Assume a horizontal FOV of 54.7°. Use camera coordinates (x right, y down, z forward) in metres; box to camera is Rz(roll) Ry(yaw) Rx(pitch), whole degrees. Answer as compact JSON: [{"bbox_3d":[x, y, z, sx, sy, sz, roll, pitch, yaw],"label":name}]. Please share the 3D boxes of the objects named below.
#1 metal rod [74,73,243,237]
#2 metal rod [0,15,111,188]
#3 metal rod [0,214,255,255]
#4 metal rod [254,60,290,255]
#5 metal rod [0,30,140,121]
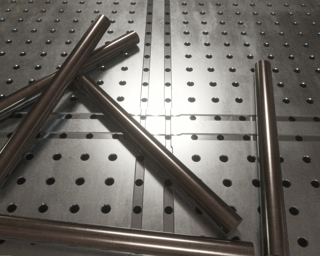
[{"bbox_3d":[-0.021,0.016,0.393,0.025,0.025,0.300,-33,58,-25],"label":"metal rod"},{"bbox_3d":[-0.142,-0.056,0.430,0.025,0.025,0.300,16,58,12],"label":"metal rod"},{"bbox_3d":[-0.060,0.111,0.313,0.302,0.025,0.025,5,50,4],"label":"metal rod"},{"bbox_3d":[0.138,0.015,0.396,0.025,0.025,0.300,8,50,6],"label":"metal rod"},{"bbox_3d":[-0.150,-0.077,0.470,0.025,0.025,0.302,38,59,27],"label":"metal rod"}]
